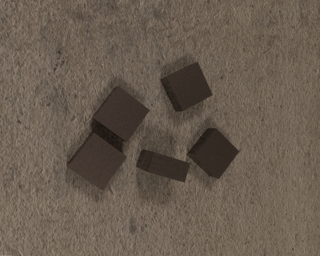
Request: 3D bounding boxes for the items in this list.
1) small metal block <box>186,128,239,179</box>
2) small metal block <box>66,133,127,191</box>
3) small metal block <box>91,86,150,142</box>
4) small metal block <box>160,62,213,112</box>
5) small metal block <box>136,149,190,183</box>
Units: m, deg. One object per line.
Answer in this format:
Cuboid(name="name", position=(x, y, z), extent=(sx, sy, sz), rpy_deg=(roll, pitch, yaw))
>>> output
Cuboid(name="small metal block", position=(0.075, 0.035, 0.438), extent=(0.050, 0.025, 0.050), rpy_deg=(43, 76, -15))
Cuboid(name="small metal block", position=(-0.078, 0.040, 0.381), extent=(0.050, 0.025, 0.050), rpy_deg=(39, 77, -16))
Cuboid(name="small metal block", position=(-0.050, -0.017, 0.391), extent=(0.050, 0.025, 0.050), rpy_deg=(38, 78, -17))
Cuboid(name="small metal block", position=(0.036, -0.056, 0.424), extent=(0.050, 0.025, 0.050), rpy_deg=(-29, 100, -18))
Cuboid(name="small metal block", position=(0.003, 0.048, 0.398), extent=(0.050, 0.050, 0.025), rpy_deg=(19, 84, -20))
